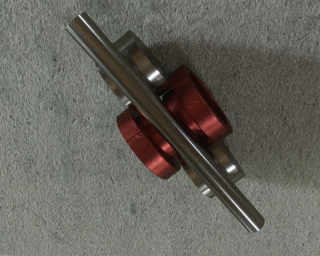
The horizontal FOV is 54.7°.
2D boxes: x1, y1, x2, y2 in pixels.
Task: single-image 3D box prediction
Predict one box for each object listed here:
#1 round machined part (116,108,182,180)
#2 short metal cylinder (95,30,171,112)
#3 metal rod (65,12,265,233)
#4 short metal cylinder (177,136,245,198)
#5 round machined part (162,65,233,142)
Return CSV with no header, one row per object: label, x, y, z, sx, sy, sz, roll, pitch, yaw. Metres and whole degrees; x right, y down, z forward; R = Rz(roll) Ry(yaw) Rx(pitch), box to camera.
round machined part,-0.004,0.011,0.375,0.042,0.098,0.098,-39,106,9
short metal cylinder,-0.028,-0.065,0.357,0.050,0.080,0.080,-37,106,12
metal rod,0.018,0.007,0.329,0.025,0.025,0.300,-38,106,12
short metal cylinder,0.064,0.043,0.398,0.050,0.080,0.080,-37,106,12
round machined part,0.040,-0.023,0.364,0.042,0.098,0.098,-36,107,17
